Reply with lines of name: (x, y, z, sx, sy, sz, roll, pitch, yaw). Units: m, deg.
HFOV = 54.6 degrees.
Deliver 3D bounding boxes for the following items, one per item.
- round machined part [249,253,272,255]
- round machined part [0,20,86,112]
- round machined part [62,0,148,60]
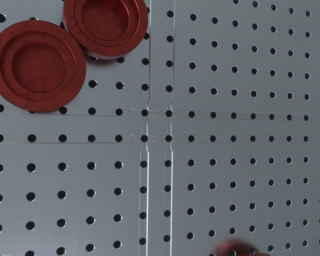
round machined part: (0.141, 0.232, 0.456, 0.099, 0.042, 0.097, 0, 90, -20)
round machined part: (-0.135, -0.067, 0.351, 0.099, 0.042, 0.097, -1, 94, -17)
round machined part: (-0.068, -0.132, 0.378, 0.099, 0.042, 0.097, 0, 90, -20)
